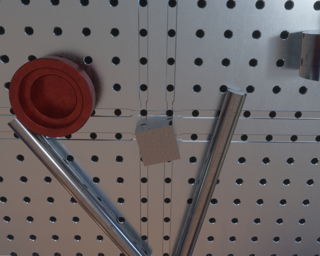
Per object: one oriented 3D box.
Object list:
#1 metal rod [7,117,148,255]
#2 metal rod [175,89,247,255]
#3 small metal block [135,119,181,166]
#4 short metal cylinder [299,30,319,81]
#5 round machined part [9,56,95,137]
[{"bbox_3d":[-0.106,0.103,0.450,0.025,0.025,0.299,-32,107,11],"label":"metal rod"},{"bbox_3d":[0.064,0.090,0.446,0.025,0.025,0.298,13,110,-5],"label":"metal rod"},{"bbox_3d":[-0.003,0.020,0.421,0.050,0.025,0.050,-12,110,4],"label":"small metal block"},{"bbox_3d":[0.205,-0.085,0.354,0.080,0.080,0.050,-4,110,1],"label":"short metal cylinder"},{"bbox_3d":[-0.130,-0.041,0.388,0.099,0.042,0.097,0,110,0],"label":"round machined part"}]
